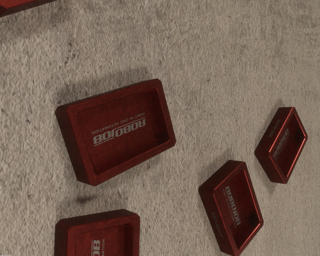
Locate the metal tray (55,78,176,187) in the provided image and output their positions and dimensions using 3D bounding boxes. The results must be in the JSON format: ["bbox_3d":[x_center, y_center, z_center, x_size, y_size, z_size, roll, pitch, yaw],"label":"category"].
[{"bbox_3d":[-0.045,0.000,0.365,0.131,0.030,0.089,-24,105,-38],"label":"metal tray"}]

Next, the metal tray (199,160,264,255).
[{"bbox_3d":[0.120,0.129,0.504,0.091,0.030,0.129,-34,111,-35],"label":"metal tray"}]

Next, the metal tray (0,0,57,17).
[{"bbox_3d":[-0.140,-0.180,0.284,0.091,0.030,0.129,-37,113,-34],"label":"metal tray"}]

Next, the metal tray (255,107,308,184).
[{"bbox_3d":[0.241,0.032,0.607,0.130,0.030,0.090,-52,121,-27],"label":"metal tray"}]

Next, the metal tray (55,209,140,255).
[{"bbox_3d":[-0.069,0.163,0.345,0.091,0.030,0.129,2,89,-40],"label":"metal tray"}]
